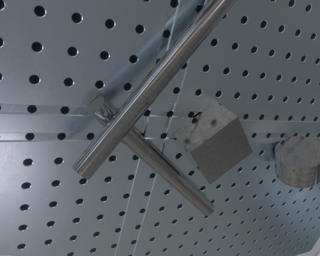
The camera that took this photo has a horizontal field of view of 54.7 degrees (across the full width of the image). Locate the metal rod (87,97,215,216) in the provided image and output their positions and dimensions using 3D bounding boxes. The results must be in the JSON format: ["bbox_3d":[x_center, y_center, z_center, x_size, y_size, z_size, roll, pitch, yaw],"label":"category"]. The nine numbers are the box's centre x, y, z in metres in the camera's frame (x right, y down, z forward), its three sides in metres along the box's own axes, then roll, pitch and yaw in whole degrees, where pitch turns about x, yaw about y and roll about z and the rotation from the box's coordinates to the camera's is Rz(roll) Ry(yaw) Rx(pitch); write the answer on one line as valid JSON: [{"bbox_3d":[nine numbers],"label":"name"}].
[{"bbox_3d":[0.006,0.059,0.450,0.025,0.025,0.300,-42,130,1],"label":"metal rod"}]

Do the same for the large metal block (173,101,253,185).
[{"bbox_3d":[0.078,0.022,0.452,0.080,0.050,0.080,-37,129,-4],"label":"large metal block"}]

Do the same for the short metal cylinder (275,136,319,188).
[{"bbox_3d":[0.246,0.059,0.547,0.080,0.080,0.050,-25,128,-13],"label":"short metal cylinder"}]

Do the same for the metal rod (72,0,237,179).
[{"bbox_3d":[0.006,-0.066,0.352,0.300,0.025,0.025,-51,129,-1],"label":"metal rod"}]
